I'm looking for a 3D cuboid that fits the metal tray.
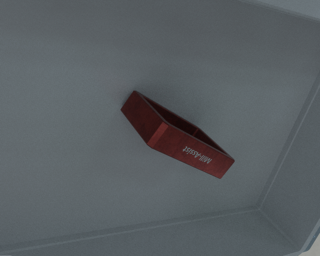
[{"bbox_3d":[0.023,0.009,0.382,0.131,0.090,0.030,27,103,-38],"label":"metal tray"}]
